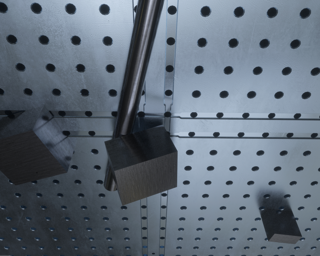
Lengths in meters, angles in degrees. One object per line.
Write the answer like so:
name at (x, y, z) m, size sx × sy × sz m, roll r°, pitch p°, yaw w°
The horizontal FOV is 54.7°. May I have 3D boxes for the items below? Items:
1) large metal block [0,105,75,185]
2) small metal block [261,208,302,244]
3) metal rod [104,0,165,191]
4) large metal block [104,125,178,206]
large metal block at (-0.175, 0.025, 0.414) m, size 0.080 × 0.050 × 0.080 m, roll -15°, pitch 129°, yaw 12°
small metal block at (0.213, 0.173, 0.546) m, size 0.050 × 0.050 × 0.025 m, roll 9°, pitch 130°, yaw -8°
metal rod at (-0.041, -0.021, 0.393) m, size 0.025 × 0.025 × 0.298 m, roll 10°, pitch 130°, yaw -9°
large metal block at (-0.023, 0.050, 0.417) m, size 0.081 × 0.050 × 0.080 m, roll -16°, pitch 138°, yaw -13°
